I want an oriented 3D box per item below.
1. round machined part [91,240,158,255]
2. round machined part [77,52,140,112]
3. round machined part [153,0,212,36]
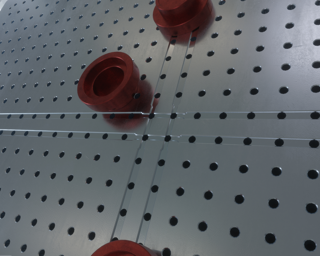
[{"bbox_3d":[-0.034,0.168,0.313,0.098,0.042,0.098,-13,56,21],"label":"round machined part"},{"bbox_3d":[-0.074,-0.066,0.478,0.098,0.042,0.098,-13,56,21],"label":"round machined part"},{"bbox_3d":[0.032,-0.202,0.506,0.098,0.042,0.098,-13,56,21],"label":"round machined part"}]
